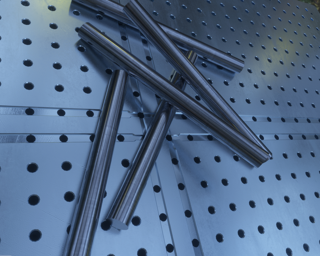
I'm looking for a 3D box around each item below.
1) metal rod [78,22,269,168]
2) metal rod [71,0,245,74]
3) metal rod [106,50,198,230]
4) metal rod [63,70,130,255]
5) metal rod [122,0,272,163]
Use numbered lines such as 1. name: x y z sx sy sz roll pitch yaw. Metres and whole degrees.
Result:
1. metal rod: 0.012 -0.048 0.414 0.300 0.025 0.025 37 50 9
2. metal rod: 0.007 -0.156 0.508 0.302 0.025 0.025 19 54 -17
3. metal rod: 0.003 -0.008 0.415 0.025 0.025 0.300 31 52 -9
4. metal rod: -0.070 0.052 0.339 0.025 0.025 0.300 19 54 -17
5. metal rod: 0.058 -0.063 0.451 0.300 0.025 0.025 47 50 -7
